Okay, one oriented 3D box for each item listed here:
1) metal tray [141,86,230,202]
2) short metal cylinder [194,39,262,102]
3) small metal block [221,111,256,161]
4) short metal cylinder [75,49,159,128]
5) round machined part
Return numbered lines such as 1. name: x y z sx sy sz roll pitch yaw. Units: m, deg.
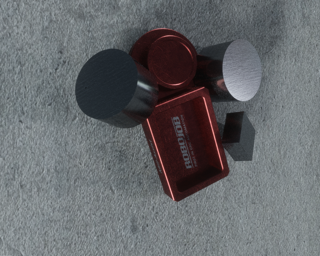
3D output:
1. metal tray: 0.034 0.020 0.408 0.091 0.030 0.129 -23 107 -19
2. short metal cylinder: 0.092 -0.075 0.420 0.081 0.050 0.079 -2 93 -38
3. small metal block: 0.111 0.012 0.433 0.050 0.025 0.050 47 49 -41
4. short metal cylinder: -0.049 -0.043 0.356 0.050 0.080 0.080 26 78 -63
5. round machined part: 0.009 -0.082 0.405 0.099 0.042 0.097 0 90 -20
